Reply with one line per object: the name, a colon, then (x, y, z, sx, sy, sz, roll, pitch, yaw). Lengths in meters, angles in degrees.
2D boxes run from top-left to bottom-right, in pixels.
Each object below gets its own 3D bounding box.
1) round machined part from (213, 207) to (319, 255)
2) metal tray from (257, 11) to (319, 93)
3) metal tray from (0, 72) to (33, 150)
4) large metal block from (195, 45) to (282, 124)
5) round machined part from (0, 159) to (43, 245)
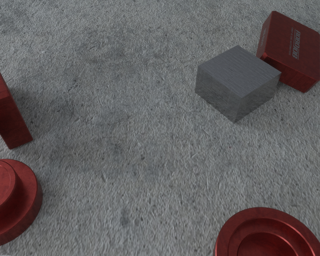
round machined part: (0.098, 0.127, 0.286, 0.099, 0.042, 0.098, 0, 50, 0)
metal tray: (0.204, -0.124, 0.490, 0.090, 0.030, 0.130, 26, 52, -3)
metal tray: (-0.210, -0.046, 0.396, 0.030, 0.089, 0.130, -26, 55, -20)
large metal block: (0.109, -0.065, 0.443, 0.081, 0.050, 0.080, -31, 57, -24)
round machined part: (-0.181, 0.073, 0.329, 0.099, 0.042, 0.098, 0, 50, 0)
